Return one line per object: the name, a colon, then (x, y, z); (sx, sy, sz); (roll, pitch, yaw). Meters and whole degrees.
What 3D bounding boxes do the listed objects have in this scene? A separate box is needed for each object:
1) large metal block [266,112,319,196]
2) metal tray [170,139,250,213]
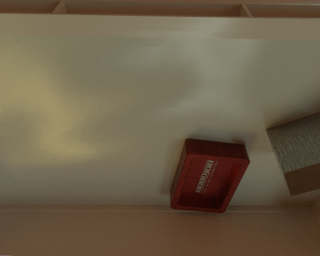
large metal block: (0.194, 0.032, 0.403); (0.080, 0.080, 0.050); (-20, 128, 15)
metal tray: (0.071, 0.077, 0.472); (0.091, 0.030, 0.129); (7, 130, -6)
